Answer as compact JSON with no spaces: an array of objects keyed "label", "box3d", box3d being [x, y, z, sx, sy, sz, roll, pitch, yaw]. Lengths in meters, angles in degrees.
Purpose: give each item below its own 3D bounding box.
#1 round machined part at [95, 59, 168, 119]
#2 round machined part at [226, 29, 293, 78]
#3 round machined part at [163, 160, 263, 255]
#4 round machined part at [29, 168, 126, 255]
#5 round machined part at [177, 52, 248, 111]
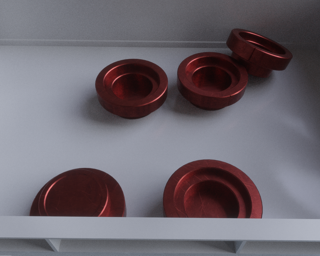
[{"label":"round machined part","box3d":[-0.038,-0.051,0.436,0.099,0.042,0.098,0,50,0]},{"label":"round machined part","box3d":[0.147,-0.112,0.475,0.099,0.042,0.098,15,33,-10]},{"label":"round machined part","box3d":[0.052,0.085,0.324,0.099,0.042,0.098,0,50,0]},{"label":"round machined part","box3d":[-0.086,0.082,0.324,0.099,0.042,0.098,0,50,0]},{"label":"round machined part","box3d":[0.074,-0.063,0.448,0.099,0.042,0.098,0,50,0]}]
